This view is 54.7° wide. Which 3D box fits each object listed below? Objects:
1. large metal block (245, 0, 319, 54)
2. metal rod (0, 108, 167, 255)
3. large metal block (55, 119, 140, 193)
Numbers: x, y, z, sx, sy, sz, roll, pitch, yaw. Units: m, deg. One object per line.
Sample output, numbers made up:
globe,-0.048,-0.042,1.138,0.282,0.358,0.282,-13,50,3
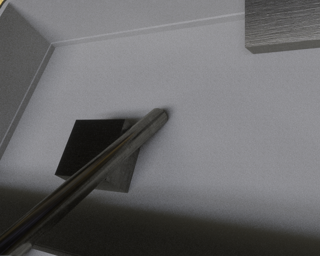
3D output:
large metal block,0.149,-0.137,0.374,0.080,0.050,0.079,1,93,28
metal rod,-0.079,0.056,0.311,0.025,0.025,0.302,9,33,31
large metal block,-0.078,0.036,0.407,0.080,0.050,0.080,0,62,28
